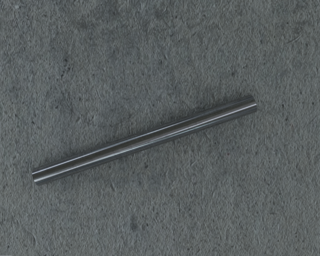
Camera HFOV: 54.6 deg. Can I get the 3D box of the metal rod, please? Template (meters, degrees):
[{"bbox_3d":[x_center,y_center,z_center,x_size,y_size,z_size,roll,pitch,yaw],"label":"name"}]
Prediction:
[{"bbox_3d":[-0.020,0.016,0.409,0.301,0.025,0.025,-19,90,0],"label":"metal rod"}]
